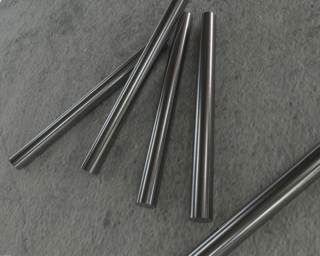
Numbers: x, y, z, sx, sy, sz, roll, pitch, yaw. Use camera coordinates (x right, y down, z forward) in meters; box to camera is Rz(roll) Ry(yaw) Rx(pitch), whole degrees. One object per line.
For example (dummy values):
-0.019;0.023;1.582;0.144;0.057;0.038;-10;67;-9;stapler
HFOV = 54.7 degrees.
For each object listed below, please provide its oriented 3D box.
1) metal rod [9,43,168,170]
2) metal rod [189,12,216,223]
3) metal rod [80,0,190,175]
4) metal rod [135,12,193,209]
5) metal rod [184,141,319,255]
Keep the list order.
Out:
-0.111;-0.041;0.484;0.300;0.025;0.025;-40;51;0;metal rod
0.057;-0.034;0.394;0.025;0.025;0.299;-8;58;24;metal rod
-0.030;-0.073;0.444;0.025;0.025;0.299;19;77;35;metal rod
0.012;-0.042;0.422;0.025;0.025;0.299;-2;61;27;metal rod
0.127;0.055;0.303;0.300;0.025;0.025;-40;51;0;metal rod
